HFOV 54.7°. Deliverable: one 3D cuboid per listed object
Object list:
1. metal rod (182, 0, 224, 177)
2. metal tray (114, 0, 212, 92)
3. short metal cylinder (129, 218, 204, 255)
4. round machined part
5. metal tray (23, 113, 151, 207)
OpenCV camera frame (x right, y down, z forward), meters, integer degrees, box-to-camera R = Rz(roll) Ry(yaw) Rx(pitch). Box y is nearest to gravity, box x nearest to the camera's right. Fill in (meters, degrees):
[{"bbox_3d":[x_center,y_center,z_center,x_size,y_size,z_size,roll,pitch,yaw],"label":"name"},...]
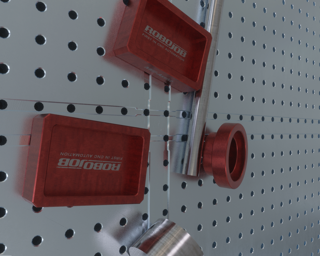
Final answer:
[{"bbox_3d":[0.067,-0.078,0.465,0.025,0.025,0.299,16,80,-39],"label":"metal rod"},{"bbox_3d":[0.010,-0.113,0.414,0.131,0.030,0.090,23,76,-38],"label":"metal tray"},{"bbox_3d":[0.008,0.159,0.381,0.050,0.080,0.080,-39,114,-33],"label":"short metal cylinder"},{"bbox_3d":[0.097,0.041,0.469,0.099,0.042,0.097,-7,98,-57],"label":"round machined part"},{"bbox_3d":[-0.074,0.038,0.343,0.131,0.030,0.089,10,84,-40],"label":"metal tray"}]
